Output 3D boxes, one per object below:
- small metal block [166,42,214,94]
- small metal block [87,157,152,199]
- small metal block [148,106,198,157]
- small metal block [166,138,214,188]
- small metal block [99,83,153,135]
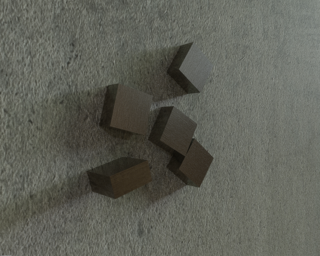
[{"bbox_3d":[0.044,-0.084,0.441,0.050,0.025,0.050,41,65,-32],"label":"small metal block"},{"bbox_3d":[-0.046,0.054,0.350,0.050,0.050,0.025,-20,103,-38],"label":"small metal block"},{"bbox_3d":[0.018,0.005,0.420,0.050,0.025,0.050,35,69,-35],"label":"small metal block"},{"bbox_3d":[0.044,0.049,0.441,0.050,0.025,0.050,44,63,-31],"label":"small metal block"},{"bbox_3d":[-0.040,-0.021,0.371,0.050,0.025,0.050,16,80,-39],"label":"small metal block"}]
